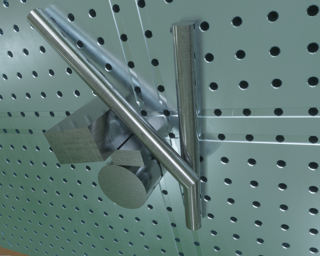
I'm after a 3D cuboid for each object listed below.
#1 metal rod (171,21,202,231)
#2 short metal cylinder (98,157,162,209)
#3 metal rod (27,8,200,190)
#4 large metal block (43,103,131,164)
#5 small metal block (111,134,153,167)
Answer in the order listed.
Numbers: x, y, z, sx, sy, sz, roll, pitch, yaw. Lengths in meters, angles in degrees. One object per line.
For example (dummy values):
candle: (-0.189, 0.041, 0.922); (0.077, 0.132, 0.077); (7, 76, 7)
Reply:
metal rod: (0.038, 0.018, 0.402); (0.025, 0.025, 0.298); (8, 122, 24)
short metal cylinder: (-0.045, 0.074, 0.464); (0.080, 0.050, 0.079); (13, 124, 20)
metal rod: (-0.061, -0.039, 0.401); (0.300, 0.025, 0.025); (47, 129, 2)
large metal block: (-0.095, 0.005, 0.429); (0.080, 0.080, 0.050); (-7, 115, 31)
small metal block: (-0.034, 0.028, 0.430); (0.050, 0.050, 0.025); (0, 118, 28)
